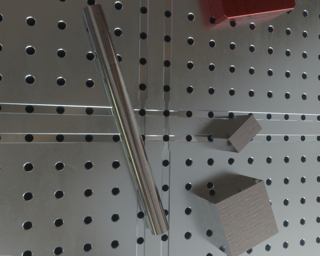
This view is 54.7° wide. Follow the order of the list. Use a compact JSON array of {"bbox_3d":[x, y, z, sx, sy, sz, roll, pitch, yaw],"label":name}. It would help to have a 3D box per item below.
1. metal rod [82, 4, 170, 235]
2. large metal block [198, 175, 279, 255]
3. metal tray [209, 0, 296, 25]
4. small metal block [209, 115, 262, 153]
[{"bbox_3d":[-0.041,-0.005,0.398,0.025,0.025,0.298,-19,97,-19],"label":"metal rod"},{"bbox_3d":[0.111,0.123,0.442,0.081,0.050,0.080,-20,97,-19],"label":"large metal block"},{"bbox_3d":[0.134,-0.211,0.461,0.131,0.030,0.089,-15,95,-20],"label":"metal tray"},{"bbox_3d":[0.107,0.007,0.440,0.050,0.050,0.025,-43,104,-15],"label":"small metal block"}]
